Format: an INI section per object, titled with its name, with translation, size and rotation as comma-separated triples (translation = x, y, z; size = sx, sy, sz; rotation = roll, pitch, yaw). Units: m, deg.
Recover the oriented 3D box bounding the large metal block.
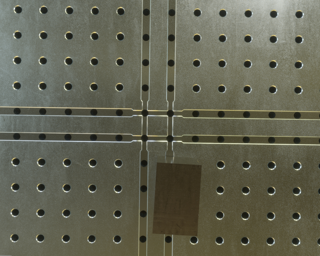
[large metal block]
translation = 0.019, 0.079, 0.386
size = 0.050, 0.080, 0.080
rotation = 4, 90, 0
